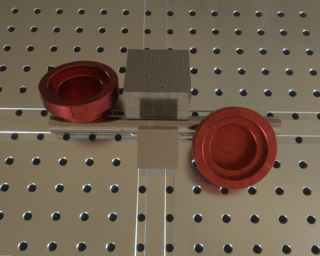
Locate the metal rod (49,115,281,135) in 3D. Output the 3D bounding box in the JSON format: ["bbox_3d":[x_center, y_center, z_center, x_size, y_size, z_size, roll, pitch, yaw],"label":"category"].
[{"bbox_3d":[0.007,-0.004,0.414,0.302,0.025,0.025,1,70,0],"label":"metal rod"}]

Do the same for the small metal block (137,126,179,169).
[{"bbox_3d":[-0.003,0.024,0.392,0.050,0.025,0.050,1,99,0],"label":"small metal block"}]

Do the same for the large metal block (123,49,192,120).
[{"bbox_3d":[-0.003,-0.058,0.407,0.081,0.050,0.080,1,52,0],"label":"large metal block"}]

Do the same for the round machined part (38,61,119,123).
[{"bbox_3d":[-0.102,-0.044,0.404,0.099,0.042,0.098,0,44,0],"label":"round machined part"}]

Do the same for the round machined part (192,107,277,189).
[{"bbox_3d":[0.088,0.022,0.382,0.099,0.042,0.097,0,95,0],"label":"round machined part"}]
